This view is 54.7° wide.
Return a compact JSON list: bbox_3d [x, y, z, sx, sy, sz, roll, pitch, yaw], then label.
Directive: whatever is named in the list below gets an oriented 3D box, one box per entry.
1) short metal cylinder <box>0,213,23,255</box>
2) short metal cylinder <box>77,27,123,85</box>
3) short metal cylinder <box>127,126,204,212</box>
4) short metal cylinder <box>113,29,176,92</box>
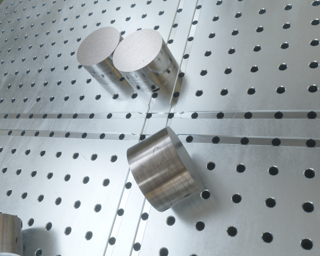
[{"bbox_3d":[-0.217,0.150,0.392,0.080,0.080,0.050,-28,52,10],"label":"short metal cylinder"},{"bbox_3d":[-0.088,-0.119,0.509,0.080,0.050,0.080,-13,56,20],"label":"short metal cylinder"},{"bbox_3d":[0.007,0.045,0.341,0.050,0.080,0.080,-30,52,9],"label":"short metal cylinder"},{"bbox_3d":[-0.023,-0.101,0.465,0.080,0.050,0.080,-13,56,20],"label":"short metal cylinder"}]
